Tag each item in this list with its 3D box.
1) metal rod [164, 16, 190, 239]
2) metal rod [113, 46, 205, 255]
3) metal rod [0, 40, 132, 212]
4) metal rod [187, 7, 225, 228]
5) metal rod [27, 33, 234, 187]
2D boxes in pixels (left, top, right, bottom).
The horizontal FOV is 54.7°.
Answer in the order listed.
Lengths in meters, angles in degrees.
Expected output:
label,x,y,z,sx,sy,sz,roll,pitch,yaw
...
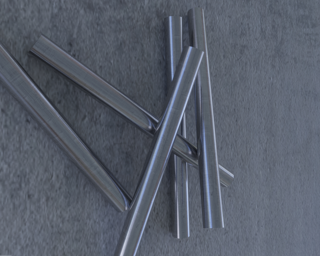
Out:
label,x,y,z,sx,sy,sz,roll,pitch,yaw
metal rod,0.024,0.000,0.426,0.025,0.025,0.298,-4,93,-40
metal rod,-0.009,0.053,0.356,0.025,0.025,0.298,17,92,-39
metal rod,-0.119,-0.021,0.306,0.025,0.025,0.299,-50,120,-29
metal rod,0.057,-0.026,0.407,0.025,0.025,0.299,13,67,-40
metal rod,-0.014,-0.005,0.372,0.301,0.025,0.025,36,68,-27
